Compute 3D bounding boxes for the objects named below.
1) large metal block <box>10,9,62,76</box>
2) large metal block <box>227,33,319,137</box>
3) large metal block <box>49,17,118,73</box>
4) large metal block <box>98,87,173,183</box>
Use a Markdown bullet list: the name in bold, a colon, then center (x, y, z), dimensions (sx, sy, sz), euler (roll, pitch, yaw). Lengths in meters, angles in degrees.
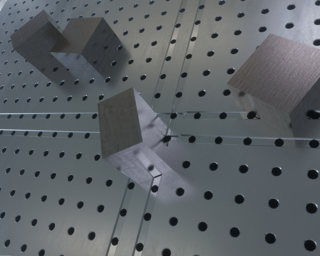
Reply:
- **large metal block**: center (-0.218, -0.159, 0.587), dimensions (0.080, 0.080, 0.050), euler (-37, 51, 4)
- **large metal block**: center (0.138, -0.050, 0.351), dimensions (0.080, 0.050, 0.080), euler (-49, 51, -6)
- **large metal block**: center (-0.136, -0.150, 0.557), dimensions (0.080, 0.050, 0.080), euler (11, 68, 33)
- **large metal block**: center (-0.031, 0.011, 0.383), dimensions (0.050, 0.080, 0.080), euler (-23, 53, 14)
